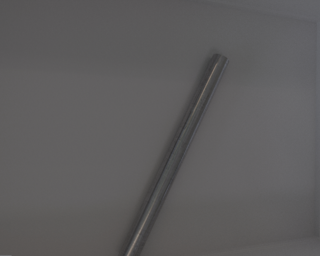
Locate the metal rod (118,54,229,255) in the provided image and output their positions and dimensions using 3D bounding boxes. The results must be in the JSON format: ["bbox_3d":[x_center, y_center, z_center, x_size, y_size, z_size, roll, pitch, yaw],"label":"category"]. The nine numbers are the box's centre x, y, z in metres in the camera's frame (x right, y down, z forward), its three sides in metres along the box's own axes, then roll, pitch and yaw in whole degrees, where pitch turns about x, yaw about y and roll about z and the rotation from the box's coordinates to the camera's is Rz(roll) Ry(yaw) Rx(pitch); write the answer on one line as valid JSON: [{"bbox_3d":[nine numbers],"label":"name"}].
[{"bbox_3d":[0.022,0.034,0.418,0.025,0.025,0.299,29,81,-18],"label":"metal rod"}]
